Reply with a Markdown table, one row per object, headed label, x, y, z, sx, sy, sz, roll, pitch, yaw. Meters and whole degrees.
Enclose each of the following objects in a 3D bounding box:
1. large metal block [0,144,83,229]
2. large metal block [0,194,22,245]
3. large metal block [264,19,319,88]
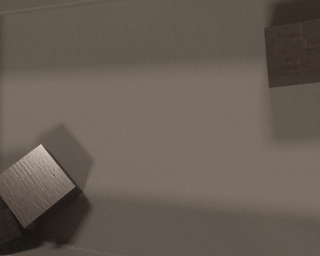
| label | x | y | z | sx | sy | sz | roll | pitch | yaw |
| --- | --- | --- | --- | --- | --- | --- | --- | --- | --- |
| large metal block | -0.171 | 0.084 | 0.439 | 0.080 | 0.050 | 0.080 | -40 | 76 | -15 |
| large metal block | -0.248 | 0.127 | 0.428 | 0.080 | 0.081 | 0.050 | 31 | 136 | 52 |
| large metal block | 0.155 | -0.076 | 0.327 | 0.080 | 0.080 | 0.050 | -5 | 89 | 19 |
